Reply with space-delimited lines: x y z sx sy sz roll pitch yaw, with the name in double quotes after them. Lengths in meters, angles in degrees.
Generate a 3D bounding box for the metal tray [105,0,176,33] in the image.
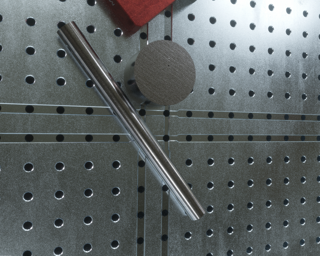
-0.040 -0.201 0.396 0.090 0.030 0.130 -43 104 -15 "metal tray"

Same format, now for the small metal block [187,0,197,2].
0.050 -0.207 0.419 0.025 0.050 0.050 8 87 -21 "small metal block"

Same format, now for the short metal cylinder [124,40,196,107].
-0.001 -0.067 0.400 0.081 0.050 0.079 0 90 -21 "short metal cylinder"

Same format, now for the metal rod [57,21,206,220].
-0.030 0.000 0.402 0.025 0.025 0.299 -38 103 -16 "metal rod"
